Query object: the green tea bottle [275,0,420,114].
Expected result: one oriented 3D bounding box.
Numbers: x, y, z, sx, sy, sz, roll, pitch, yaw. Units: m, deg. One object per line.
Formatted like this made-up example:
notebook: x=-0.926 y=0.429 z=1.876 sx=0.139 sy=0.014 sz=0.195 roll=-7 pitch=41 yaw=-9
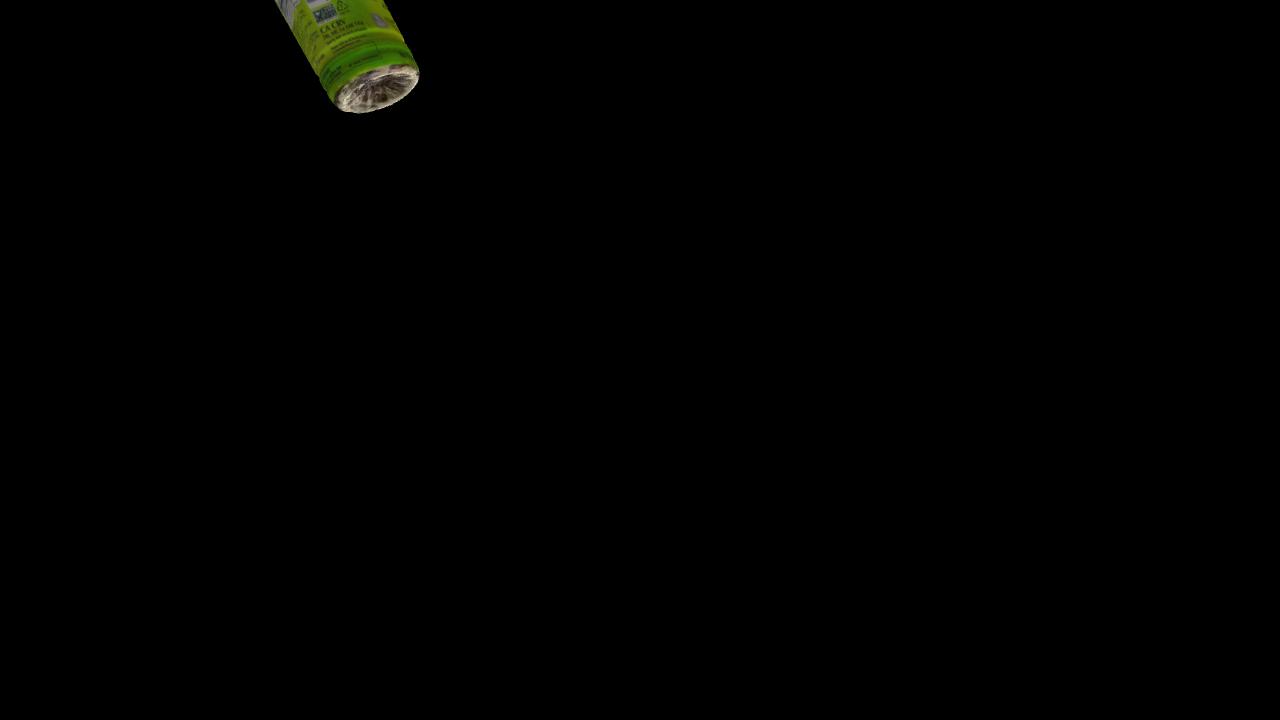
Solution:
green tea bottle: x=-0.242 y=-0.293 z=0.446 sx=0.073 sy=0.212 sz=0.073 roll=-25 pitch=10 yaw=5
